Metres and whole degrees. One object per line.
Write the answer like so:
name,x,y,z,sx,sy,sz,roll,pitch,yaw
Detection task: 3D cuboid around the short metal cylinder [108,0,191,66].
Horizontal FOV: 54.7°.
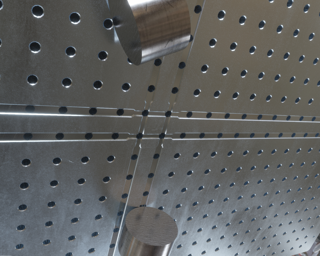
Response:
short metal cylinder,-0.012,-0.108,0.304,0.050,0.080,0.080,-23,127,-15

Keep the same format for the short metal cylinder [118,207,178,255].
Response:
short metal cylinder,-0.018,0.166,0.470,0.081,0.080,0.050,2,117,-30
